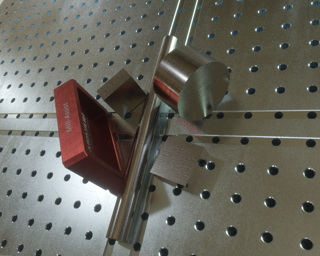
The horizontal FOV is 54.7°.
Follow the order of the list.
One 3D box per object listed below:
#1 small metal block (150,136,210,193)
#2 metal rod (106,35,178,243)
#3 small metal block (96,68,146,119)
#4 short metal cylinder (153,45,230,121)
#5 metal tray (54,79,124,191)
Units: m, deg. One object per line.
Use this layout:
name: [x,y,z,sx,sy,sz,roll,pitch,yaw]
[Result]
small metal block: [0.024,0.043,0.369,0.050,0.025,0.050,16,70,34]
metal rod: [-0.017,-0.003,0.417,0.025,0.025,0.300,0,61,28]
small metal block: [-0.054,-0.049,0.448,0.050,0.050,0.025,-41,51,0]
short metal cylinder: [0.039,-0.055,0.385,0.080,0.080,0.050,-44,51,-3]
metal tray: [-0.093,0.008,0.408,0.030,0.090,0.130,-29,52,10]
